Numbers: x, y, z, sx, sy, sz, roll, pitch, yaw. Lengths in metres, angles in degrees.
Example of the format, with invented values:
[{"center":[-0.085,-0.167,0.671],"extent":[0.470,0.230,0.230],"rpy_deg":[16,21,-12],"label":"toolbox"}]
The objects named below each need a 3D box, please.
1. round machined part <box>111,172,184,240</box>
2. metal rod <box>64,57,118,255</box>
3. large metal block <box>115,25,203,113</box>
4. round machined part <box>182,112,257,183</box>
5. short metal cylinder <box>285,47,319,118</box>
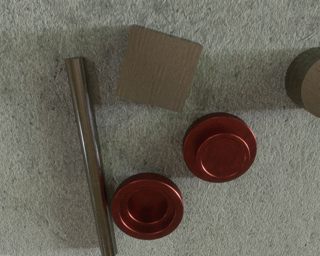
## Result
[{"center":[-0.017,0.106,0.440],"extent":[0.099,0.042,0.097],"rpy_deg":[0,110,0],"label":"round machined part"},{"center":[-0.091,0.054,0.428],"extent":[0.025,0.025,0.298],"rpy_deg":[-5,110,1],"label":"metal rod"},{"center":[-0.002,-0.072,0.370],"extent":[0.080,0.050,0.079],"rpy_deg":[15,109,-6],"label":"large metal block"},{"center":[0.080,0.031,0.413],"extent":[0.099,0.042,0.097],"rpy_deg":[0,110,0],"label":"round machined part"},{"center":[0.202,-0.056,0.378],"extent":[0.081,0.050,0.079],"rpy_deg":[0,110,0],"label":"short metal cylinder"}]
